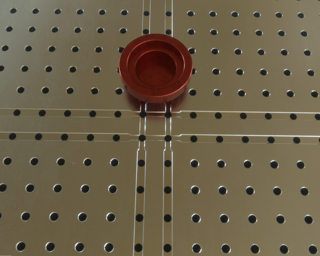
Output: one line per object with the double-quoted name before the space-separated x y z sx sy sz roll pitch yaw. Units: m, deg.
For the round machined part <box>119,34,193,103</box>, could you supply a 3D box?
"round machined part" -0.006 -0.079 0.431 0.099 0.042 0.098 0 70 -1
